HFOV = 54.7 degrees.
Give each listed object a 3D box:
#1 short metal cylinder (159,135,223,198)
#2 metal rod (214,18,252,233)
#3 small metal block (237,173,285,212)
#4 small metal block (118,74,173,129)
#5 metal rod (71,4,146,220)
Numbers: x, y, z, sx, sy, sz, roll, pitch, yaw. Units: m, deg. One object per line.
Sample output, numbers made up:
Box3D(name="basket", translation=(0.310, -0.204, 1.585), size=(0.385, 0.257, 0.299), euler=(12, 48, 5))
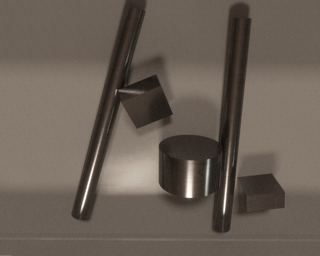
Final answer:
Box3D(name="short metal cylinder", translation=(0.039, 0.047, 0.400), size=(0.081, 0.080, 0.050), euler=(0, 110, -1))
Box3D(name="metal rod", translation=(0.094, 0.010, 0.416), size=(0.025, 0.025, 0.298), euler=(0, 110, -1))
Box3D(name="small metal block", translation=(0.140, 0.089, 0.433), size=(0.050, 0.050, 0.025), euler=(-7, 110, 2))
Box3D(name="small metal block", translation=(-0.017, -0.032, 0.388), size=(0.050, 0.025, 0.050), euler=(-22, 135, 4))
Box3D(name="metal rod", translation=(-0.073, -0.006, 0.408), size=(0.025, 0.025, 0.298), euler=(16, 109, -6))
